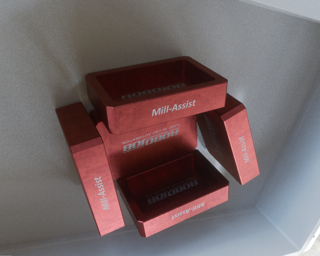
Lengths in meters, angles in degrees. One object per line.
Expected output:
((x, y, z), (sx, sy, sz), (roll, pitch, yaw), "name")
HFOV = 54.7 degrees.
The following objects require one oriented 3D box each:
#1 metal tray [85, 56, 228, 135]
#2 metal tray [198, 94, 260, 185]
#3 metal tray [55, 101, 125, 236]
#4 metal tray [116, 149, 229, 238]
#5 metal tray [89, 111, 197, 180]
((-0.005, -0.041, 0.337), (0.131, 0.090, 0.030), (-15, 125, -21), "metal tray")
((0.085, 0.006, 0.417), (0.030, 0.090, 0.130), (-31, 129, -8), "metal tray")
((-0.078, 0.046, 0.351), (0.030, 0.090, 0.129), (-20, 126, -17), "metal tray")
((0.017, 0.084, 0.427), (0.131, 0.090, 0.030), (-19, 126, -18), "metal tray")
((-0.017, 0.005, 0.398), (0.131, 0.030, 0.089), (-18, 126, -18), "metal tray")
